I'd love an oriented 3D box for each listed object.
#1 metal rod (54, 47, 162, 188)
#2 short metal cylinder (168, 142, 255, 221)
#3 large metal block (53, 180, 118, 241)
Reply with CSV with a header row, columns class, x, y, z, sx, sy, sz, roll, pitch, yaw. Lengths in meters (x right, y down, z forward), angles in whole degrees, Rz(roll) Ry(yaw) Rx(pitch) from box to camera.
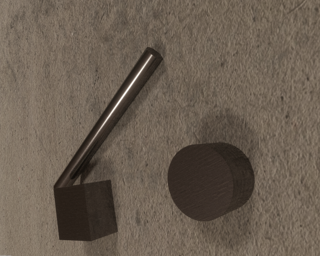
class,x,y,z,sx,sy,sz,roll,pitch,yaw
metal rod,-0.091,0.004,0.477,0.298,0.025,0.025,-51,61,27
short metal cylinder,0.056,0.057,0.342,0.080,0.050,0.079,0,90,39
large metal block,-0.117,0.128,0.482,0.080,0.050,0.080,-15,81,38
